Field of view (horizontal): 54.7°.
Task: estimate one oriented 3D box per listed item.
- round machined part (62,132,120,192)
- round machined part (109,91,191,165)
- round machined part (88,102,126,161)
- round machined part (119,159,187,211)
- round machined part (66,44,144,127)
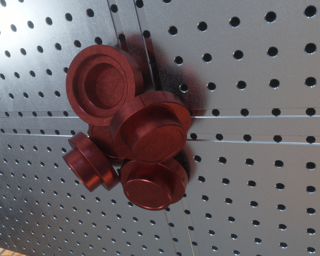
[{"bbox_3d":[-0.107,0.056,0.458,0.098,0.042,0.098,43,159,22],"label":"round machined part"},{"bbox_3d":[-0.007,0.007,0.369,0.042,0.099,0.097,61,141,39],"label":"round machined part"},{"bbox_3d":[-0.060,0.007,0.433,0.098,0.042,0.097,13,124,20],"label":"round machined part"},{"bbox_3d":[-0.013,0.080,0.439,0.098,0.042,0.097,10,133,11],"label":"round machined part"},{"bbox_3d":[-0.064,-0.052,0.386,0.098,0.042,0.097,3,99,22],"label":"round machined part"}]
